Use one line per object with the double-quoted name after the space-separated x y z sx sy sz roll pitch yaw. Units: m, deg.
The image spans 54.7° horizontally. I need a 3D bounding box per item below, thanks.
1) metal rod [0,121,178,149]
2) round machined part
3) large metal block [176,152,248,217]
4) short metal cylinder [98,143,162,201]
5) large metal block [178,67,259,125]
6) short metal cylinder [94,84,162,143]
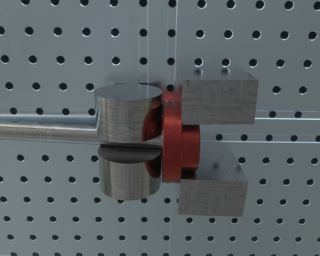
-0.121 0.007 0.402 0.302 0.025 0.025 3 110 3 "metal rod"
0.024 0.018 0.381 0.042 0.098 0.097 1 110 0 "round machined part"
0.063 0.071 0.412 0.081 0.080 0.050 3 110 -1 "large metal block"
-0.038 0.050 0.401 0.081 0.080 0.050 1 111 -1 "short metal cylinder"
0.064 -0.041 0.370 0.081 0.080 0.050 0 110 0 "large metal block"
-0.038 -0.020 0.376 0.081 0.080 0.050 1 111 -1 "short metal cylinder"
